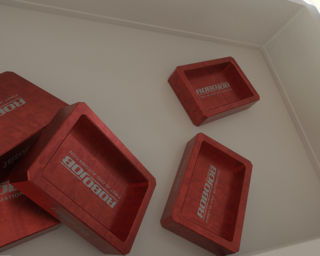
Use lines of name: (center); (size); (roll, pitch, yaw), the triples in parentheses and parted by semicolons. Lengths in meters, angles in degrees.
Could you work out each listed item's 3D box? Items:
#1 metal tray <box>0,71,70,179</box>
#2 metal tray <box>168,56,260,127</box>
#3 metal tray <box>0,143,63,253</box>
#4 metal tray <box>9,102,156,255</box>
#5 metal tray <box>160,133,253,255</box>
metal tray: (-0.159, -0.001, 0.287); (0.090, 0.030, 0.131); (30, 39, 12)
metal tray: (0.087, -0.062, 0.489); (0.131, 0.030, 0.090); (-18, 72, -35)
metal tray: (-0.163, 0.068, 0.273); (0.131, 0.030, 0.090); (-16, 70, -35)
metal tray: (-0.063, 0.051, 0.299); (0.130, 0.030, 0.090); (51, 43, -30)
metal tray: (0.064, 0.079, 0.389); (0.090, 0.030, 0.130); (30, 52, -9)
